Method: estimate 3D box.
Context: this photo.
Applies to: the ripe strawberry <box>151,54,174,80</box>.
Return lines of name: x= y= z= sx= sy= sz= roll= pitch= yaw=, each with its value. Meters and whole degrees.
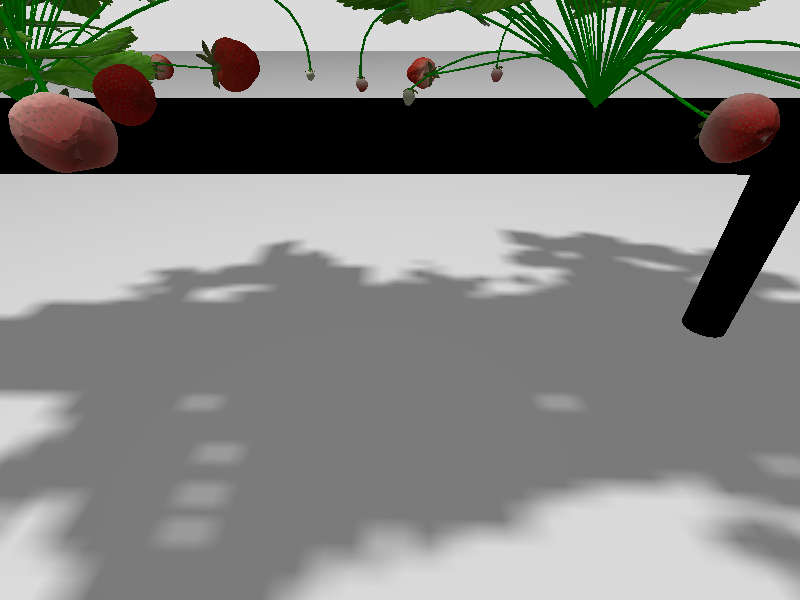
ripe strawberry: x=-0.304 y=-0.296 z=0.508 sx=0.032 sy=0.028 sz=0.033 roll=-1 pitch=33 yaw=-2

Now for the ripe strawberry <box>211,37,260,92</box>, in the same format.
ripe strawberry: x=-0.159 y=-0.230 z=0.393 sx=0.044 sy=0.046 sz=0.040 roll=-23 pitch=39 yaw=-31

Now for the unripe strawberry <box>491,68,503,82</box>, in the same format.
unripe strawberry: x=0.111 y=-0.258 z=0.460 sx=0.013 sy=0.014 sz=0.015 roll=-8 pitch=34 yaw=-12

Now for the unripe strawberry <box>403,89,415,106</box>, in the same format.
unripe strawberry: x=0.007 y=-0.164 z=0.324 sx=0.010 sy=0.012 sz=0.012 roll=13 pitch=33 yaw=-3

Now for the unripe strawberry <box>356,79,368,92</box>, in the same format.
unripe strawberry: x=-0.036 y=-0.205 z=0.383 sx=0.011 sy=0.011 sz=0.011 roll=13 pitch=35 yaw=19

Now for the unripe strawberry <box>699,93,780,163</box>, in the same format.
unripe strawberry: x=0.145 y=-0.071 z=0.169 sx=0.026 sy=0.028 sz=0.028 roll=2 pitch=34 yaw=3

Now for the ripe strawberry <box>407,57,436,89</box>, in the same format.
ripe strawberry: x=0.022 y=-0.239 z=0.421 sx=0.029 sy=0.029 sz=0.032 roll=28 pitch=42 yaw=37

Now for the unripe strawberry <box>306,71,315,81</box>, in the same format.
unripe strawberry: x=-0.104 y=-0.260 z=0.464 sx=0.010 sy=0.010 sz=0.011 roll=-27 pitch=42 yaw=-35

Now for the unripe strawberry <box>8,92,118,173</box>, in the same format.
unripe strawberry: x=-0.125 y=-0.062 z=0.151 sx=0.032 sy=0.027 sz=0.032 roll=-26 pitch=54 yaw=-34

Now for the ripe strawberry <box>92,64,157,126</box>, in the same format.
ripe strawberry: x=-0.164 y=-0.124 z=0.243 sx=0.035 sy=0.034 sz=0.032 roll=21 pitch=38 yaw=24
